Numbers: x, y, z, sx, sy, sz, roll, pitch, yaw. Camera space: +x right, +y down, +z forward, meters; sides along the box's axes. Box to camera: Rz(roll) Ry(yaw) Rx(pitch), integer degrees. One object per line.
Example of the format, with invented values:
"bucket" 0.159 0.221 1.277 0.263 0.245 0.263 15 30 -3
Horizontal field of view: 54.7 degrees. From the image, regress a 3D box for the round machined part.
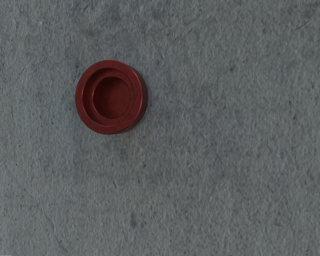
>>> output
"round machined part" -0.061 -0.040 0.420 0.098 0.042 0.097 0 90 19
